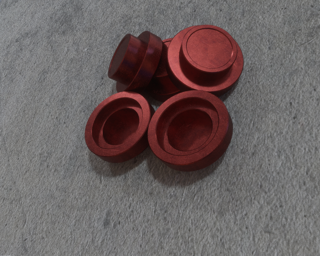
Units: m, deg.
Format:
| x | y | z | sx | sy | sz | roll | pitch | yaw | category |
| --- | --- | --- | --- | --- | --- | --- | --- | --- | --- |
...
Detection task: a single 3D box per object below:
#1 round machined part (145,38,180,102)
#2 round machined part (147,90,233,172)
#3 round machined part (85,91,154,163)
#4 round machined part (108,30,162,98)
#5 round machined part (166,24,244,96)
| x | y | z | sx | sy | sz | roll | pitch | yaw | category |
| --- | --- | --- | --- | --- | --- | --- | --- | --- | --- |
| 0.015 | -0.088 | 0.438 | 0.098 | 0.042 | 0.098 | -13 | 56 | 20 | round machined part |
| 0.038 | 0.007 | 0.369 | 0.098 | 0.042 | 0.098 | -13 | 56 | 20 | round machined part |
| -0.048 | 0.002 | 0.417 | 0.098 | 0.042 | 0.098 | -13 | 56 | 20 | round machined part |
| -0.041 | -0.094 | 0.442 | 0.098 | 0.042 | 0.098 | -44 | 33 | 40 | round machined part |
| 0.058 | -0.090 | 0.390 | 0.099 | 0.042 | 0.098 | 2 | 71 | -5 | round machined part |
